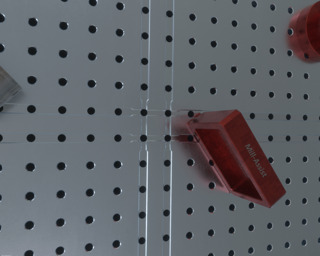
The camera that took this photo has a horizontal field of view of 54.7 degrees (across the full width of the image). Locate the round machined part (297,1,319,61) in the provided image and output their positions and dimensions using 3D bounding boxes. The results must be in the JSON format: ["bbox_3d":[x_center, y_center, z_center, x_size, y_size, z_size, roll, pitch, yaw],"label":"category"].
[{"bbox_3d":[0.277,-0.161,0.506,0.099,0.042,0.097,0,90,-20],"label":"round machined part"}]

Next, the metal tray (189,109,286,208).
[{"bbox_3d":[0.100,0.039,0.415,0.030,0.090,0.130,-36,102,-16],"label":"metal tray"}]

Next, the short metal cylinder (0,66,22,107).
[{"bbox_3d":[-0.190,-0.053,0.313,0.050,0.080,0.080,-46,105,-14],"label":"short metal cylinder"}]
